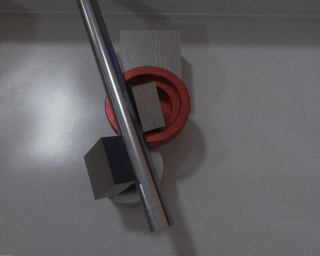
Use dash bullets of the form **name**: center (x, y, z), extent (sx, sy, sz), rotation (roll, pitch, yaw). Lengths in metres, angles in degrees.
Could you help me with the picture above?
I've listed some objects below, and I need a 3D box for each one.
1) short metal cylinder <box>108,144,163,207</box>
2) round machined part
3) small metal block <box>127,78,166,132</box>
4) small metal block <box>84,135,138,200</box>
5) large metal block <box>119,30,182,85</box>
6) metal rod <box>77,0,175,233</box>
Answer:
- **short metal cylinder**: center (-0.037, 0.053, 0.376), extent (0.081, 0.050, 0.080), rotation (0, 70, 0)
- **round machined part**: center (-0.014, -0.022, 0.376), extent (0.099, 0.042, 0.098), rotation (0, 70, -1)
- **small metal block**: center (-0.017, -0.028, 0.354), extent (0.025, 0.050, 0.050), rotation (-16, 106, -10)
- **small metal block**: center (-0.053, 0.042, 0.324), extent (0.025, 0.050, 0.050), rotation (-5, 65, -38)
- **large metal block**: center (-0.013, -0.085, 0.424), extent (0.081, 0.050, 0.080), rotation (0, 70, -1)
- **metal rod**: center (-0.046, -0.036, 0.346), extent (0.025, 0.025, 0.299), rotation (-18, 71, -7)
